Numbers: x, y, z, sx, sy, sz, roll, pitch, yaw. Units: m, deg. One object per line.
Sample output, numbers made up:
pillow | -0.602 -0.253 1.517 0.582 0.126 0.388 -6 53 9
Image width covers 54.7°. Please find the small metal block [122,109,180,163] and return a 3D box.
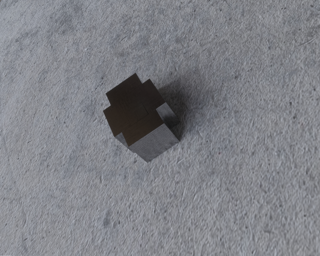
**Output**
small metal block | -0.010 0.011 0.386 0.050 0.050 0.025 -34 52 6

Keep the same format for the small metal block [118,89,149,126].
small metal block | -0.024 -0.015 0.409 0.025 0.050 0.050 -35 52 5

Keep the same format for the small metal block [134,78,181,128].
small metal block | -0.003 -0.029 0.407 0.025 0.050 0.050 -35 52 5

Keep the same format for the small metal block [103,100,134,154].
small metal block | -0.045 -0.001 0.411 0.025 0.050 0.050 -35 52 5

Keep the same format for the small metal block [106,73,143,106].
small metal block | -0.038 -0.041 0.432 0.050 0.050 0.025 -34 52 6
